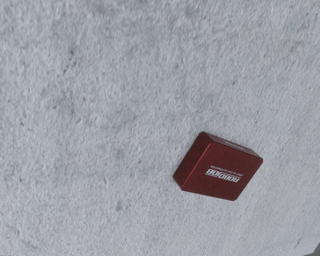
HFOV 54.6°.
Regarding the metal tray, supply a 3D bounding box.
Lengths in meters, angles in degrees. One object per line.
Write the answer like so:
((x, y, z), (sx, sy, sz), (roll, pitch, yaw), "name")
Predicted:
((0.095, 0.065, 0.495), (0.131, 0.030, 0.090), (19, 108, -36), "metal tray")
